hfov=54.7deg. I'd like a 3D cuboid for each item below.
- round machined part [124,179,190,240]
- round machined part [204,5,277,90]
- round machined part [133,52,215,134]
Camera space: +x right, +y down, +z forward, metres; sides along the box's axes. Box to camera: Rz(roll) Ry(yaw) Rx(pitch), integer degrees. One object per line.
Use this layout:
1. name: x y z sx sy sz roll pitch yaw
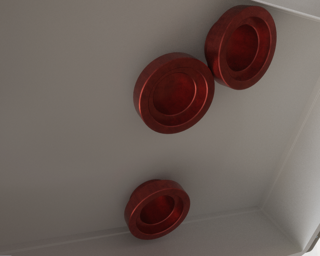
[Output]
1. round machined part: -0.007 0.116 0.466 0.099 0.042 0.097 -14 124 -21
2. round machined part: 0.094 -0.099 0.380 0.099 0.042 0.097 -16 120 -30
3. round machined part: 0.014 -0.045 0.377 0.099 0.042 0.097 -13 125 -20
